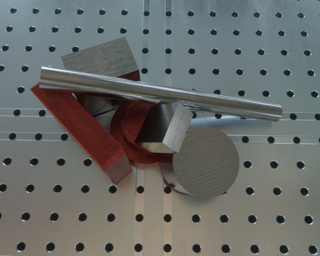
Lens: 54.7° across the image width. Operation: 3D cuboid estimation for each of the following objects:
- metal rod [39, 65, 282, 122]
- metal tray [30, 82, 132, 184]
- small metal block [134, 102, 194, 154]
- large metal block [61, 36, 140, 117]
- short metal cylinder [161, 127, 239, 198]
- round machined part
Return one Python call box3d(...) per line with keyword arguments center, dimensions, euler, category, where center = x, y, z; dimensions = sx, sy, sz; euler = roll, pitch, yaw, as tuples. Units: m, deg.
box3d(center=(0.017, -0.037, 0.375), dimensions=(0.302, 0.025, 0.025), euler=(7, 69, -19), category="metal rod")
box3d(center=(-0.091, 0.004, 0.374), dimensions=(0.030, 0.090, 0.130), euler=(-42, 76, -14), category="metal tray")
box3d(center=(0.004, 0.001, 0.352), dimensions=(0.025, 0.050, 0.050), euler=(37, 66, -32), category="small metal block")
box3d(center=(-0.071, -0.063, 0.403), dimensions=(0.080, 0.080, 0.050), euler=(-20, 72, -7), category="large metal block")
box3d(center=(0.046, 0.041, 0.371), dimensions=(0.081, 0.050, 0.080), euler=(2, 83, -15), category="short metal cylinder")
box3d(center=(-0.016, 0.000, 0.405), dimensions=(0.099, 0.042, 0.098), euler=(0, 70, -1), category="round machined part")
